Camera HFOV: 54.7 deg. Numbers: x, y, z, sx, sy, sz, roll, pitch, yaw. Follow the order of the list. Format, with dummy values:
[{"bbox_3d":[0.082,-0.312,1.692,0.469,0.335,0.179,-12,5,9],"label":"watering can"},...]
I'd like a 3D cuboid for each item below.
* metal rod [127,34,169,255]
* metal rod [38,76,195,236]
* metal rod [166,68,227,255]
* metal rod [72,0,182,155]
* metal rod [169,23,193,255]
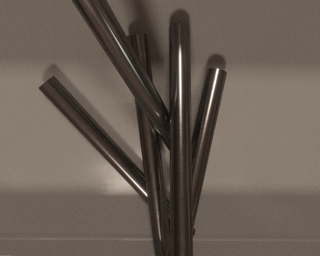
[{"bbox_3d":[-0.011,0.033,0.405,0.025,0.025,0.298,-6,104,2],"label":"metal rod"},{"bbox_3d":[-0.049,0.052,0.429,0.025,0.025,0.300,-37,107,12],"label":"metal rod"},{"bbox_3d":[0.038,0.074,0.375,0.025,0.025,0.298,14,85,-5],"label":"metal rod"},{"bbox_3d":[-0.026,-0.054,0.321,0.025,0.025,0.299,-24,136,8],"label":"metal rod"},{"bbox_3d":[0.024,0.028,0.354,0.025,0.025,0.298,0,84,-1],"label":"metal rod"}]
